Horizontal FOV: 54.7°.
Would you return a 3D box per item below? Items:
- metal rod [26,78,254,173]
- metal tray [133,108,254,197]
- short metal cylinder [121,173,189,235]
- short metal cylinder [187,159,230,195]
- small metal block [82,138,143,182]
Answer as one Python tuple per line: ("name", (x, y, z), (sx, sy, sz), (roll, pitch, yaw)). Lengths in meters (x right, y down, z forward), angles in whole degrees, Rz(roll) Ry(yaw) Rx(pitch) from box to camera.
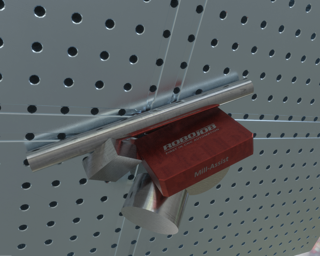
("metal rod", (-0.011, -0.010, 0.394), (0.302, 0.025, 0.025), (-20, 126, -17))
("metal tray", (0.042, 0.025, 0.403), (0.131, 0.090, 0.030), (-24, 127, -14))
("short metal cylinder", (-0.006, 0.104, 0.423), (0.080, 0.080, 0.050), (56, 44, -39))
("short metal cylinder", (0.053, 0.050, 0.444), (0.081, 0.050, 0.079), (-18, 135, -19))
("small metal block", (-0.058, 0.041, 0.384), (0.050, 0.025, 0.050), (-39, 151, 18))
